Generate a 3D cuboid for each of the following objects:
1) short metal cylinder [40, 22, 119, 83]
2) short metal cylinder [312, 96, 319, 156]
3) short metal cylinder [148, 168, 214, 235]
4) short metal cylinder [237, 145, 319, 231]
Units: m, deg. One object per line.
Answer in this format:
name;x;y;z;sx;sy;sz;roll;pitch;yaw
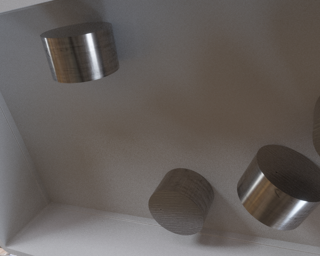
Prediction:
short metal cylinder;-0.092;-0.091;0.364;0.080;0.080;0.050;7;121;24
short metal cylinder;0.189;-0.003;0.291;0.080;0.050;0.079;13;124;20
short metal cylinder;0.031;0.104;0.440;0.080;0.050;0.079;13;124;20
short metal cylinder;0.133;0.064;0.342;0.080;0.080;0.050;27;128;10
